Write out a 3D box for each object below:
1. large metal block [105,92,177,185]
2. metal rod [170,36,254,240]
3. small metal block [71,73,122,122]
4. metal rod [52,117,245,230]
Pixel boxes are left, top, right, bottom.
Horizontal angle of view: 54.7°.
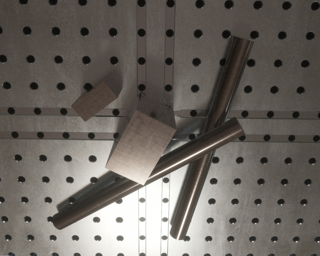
[{"bbox_3d":[-0.023,0.010,0.388,0.050,0.080,0.080,27,108,-10],"label":"large metal block"},{"bbox_3d":[0.064,0.027,0.424,0.025,0.025,0.298,14,109,-6],"label":"metal rod"},{"bbox_3d":[-0.077,-0.039,0.385,0.050,0.050,0.025,-35,107,11],"label":"small metal block"},{"bbox_3d":[-0.026,0.069,0.422,0.300,0.025,0.025,-30,108,16],"label":"metal rod"}]
